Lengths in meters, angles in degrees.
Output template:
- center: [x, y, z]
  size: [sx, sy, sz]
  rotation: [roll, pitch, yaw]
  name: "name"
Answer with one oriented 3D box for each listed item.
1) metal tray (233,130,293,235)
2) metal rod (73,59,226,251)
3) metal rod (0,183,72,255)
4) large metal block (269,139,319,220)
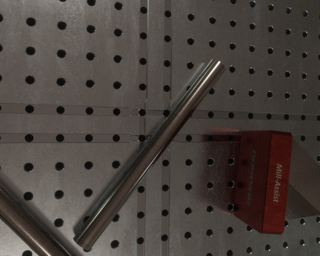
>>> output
- center: [0.139, 0.069, 0.429]
  size: [0.030, 0.090, 0.129]
  rotation: [7, 88, -9]
  name: "metal tray"
- center: [-0.006, 0.026, 0.411]
  size: [0.025, 0.025, 0.300]
  rotation: [41, 77, -16]
  name: "metal rod"
- center: [-0.151, 0.117, 0.357]
  size: [0.025, 0.025, 0.300]
  rotation: [-42, 104, -15]
  name: "metal rod"
- center: [0.192, 0.075, 0.455]
  size: [0.080, 0.050, 0.080]
  rotation: [41, 48, -16]
  name: "large metal block"
